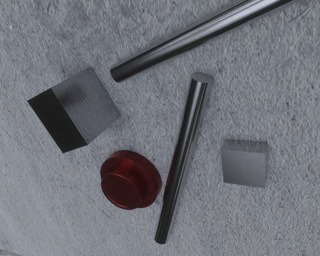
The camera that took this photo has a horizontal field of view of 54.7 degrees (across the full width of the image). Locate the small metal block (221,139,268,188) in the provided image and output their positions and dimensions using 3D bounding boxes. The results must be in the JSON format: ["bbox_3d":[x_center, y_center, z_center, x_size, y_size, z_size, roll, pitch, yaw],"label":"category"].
[{"bbox_3d":[0.104,0.043,0.378,0.050,0.025,0.050,4,120,26],"label":"small metal block"}]

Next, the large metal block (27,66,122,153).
[{"bbox_3d":[-0.110,-0.026,0.411,0.050,0.080,0.080,-18,109,35],"label":"large metal block"}]

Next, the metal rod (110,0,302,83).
[{"bbox_3d":[0.064,-0.106,0.306,0.300,0.025,0.025,-17,109,34],"label":"metal rod"}]

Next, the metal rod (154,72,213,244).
[{"bbox_3d":[0.025,0.063,0.431,0.025,0.025,0.298,21,126,15],"label":"metal rod"}]

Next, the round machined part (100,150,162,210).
[{"bbox_3d":[-0.050,0.086,0.474,0.098,0.042,0.097,13,124,20],"label":"round machined part"}]
